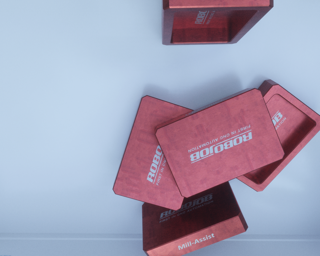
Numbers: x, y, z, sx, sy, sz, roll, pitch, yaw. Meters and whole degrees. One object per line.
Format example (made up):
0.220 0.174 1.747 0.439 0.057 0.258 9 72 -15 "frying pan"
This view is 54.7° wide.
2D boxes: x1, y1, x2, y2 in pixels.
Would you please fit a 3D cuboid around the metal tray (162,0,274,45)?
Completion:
0.047 -0.114 0.312 0.091 0.130 0.030 -1 92 0 "metal tray"

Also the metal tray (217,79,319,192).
0.139 0.013 0.415 0.090 0.030 0.129 33 106 -12 "metal tray"

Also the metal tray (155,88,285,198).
0.069 0.017 0.371 0.131 0.030 0.090 -23 97 1 "metal tray"

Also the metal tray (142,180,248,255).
0.041 0.118 0.419 0.130 0.090 0.030 -24 117 8 "metal tray"

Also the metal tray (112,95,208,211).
0.001 0.032 0.401 0.091 0.030 0.129 17 92 -7 "metal tray"
